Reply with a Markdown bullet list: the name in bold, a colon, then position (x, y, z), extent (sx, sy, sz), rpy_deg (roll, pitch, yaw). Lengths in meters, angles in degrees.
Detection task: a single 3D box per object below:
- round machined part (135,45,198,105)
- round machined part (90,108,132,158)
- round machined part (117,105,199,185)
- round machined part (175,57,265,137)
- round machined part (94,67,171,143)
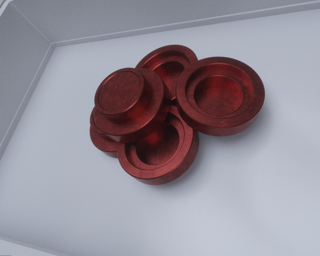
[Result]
- **round machined part**: position (0.012, -0.063, 0.424), extent (0.098, 0.042, 0.098), rpy_deg (-13, 56, 20)
- **round machined part**: position (-0.056, -0.012, 0.426), extent (0.098, 0.042, 0.098), rpy_deg (-13, 56, 20)
- **round machined part**: position (0.001, 0.023, 0.376), extent (0.098, 0.042, 0.098), rpy_deg (-13, 56, 20)
- **round machined part**: position (0.068, -0.033, 0.363), extent (0.099, 0.042, 0.098), rpy_deg (-2, 61, 3)
- **round machined part**: position (-0.040, -0.034, 0.377), extent (0.098, 0.042, 0.098), rpy_deg (-13, 56, 20)
